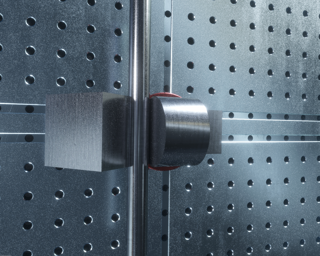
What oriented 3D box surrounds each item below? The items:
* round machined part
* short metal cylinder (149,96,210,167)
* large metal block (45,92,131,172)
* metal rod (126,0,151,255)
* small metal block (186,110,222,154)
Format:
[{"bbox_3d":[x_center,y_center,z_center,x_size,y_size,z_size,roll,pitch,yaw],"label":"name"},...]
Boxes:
[{"bbox_3d":[0.000,0.004,0.403,0.099,0.042,0.097,0,90,-21],"label":"round machined part"},{"bbox_3d":[0.016,0.004,0.358,0.050,0.080,0.079,1,90,-20],"label":"short metal cylinder"},{"bbox_3d":[-0.081,0.003,0.348,0.050,0.080,0.079,1,90,-62],"label":"large metal block"},{"bbox_3d":[-0.025,-0.003,0.360,0.025,0.025,0.298,1,90,-20],"label":"metal rod"},{"bbox_3d":[0.051,0.004,0.374,0.025,0.050,0.050,1,90,-20],"label":"small metal block"}]
